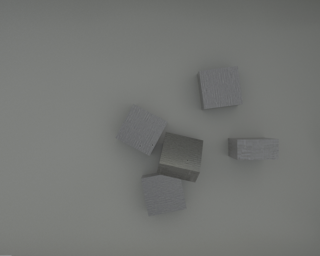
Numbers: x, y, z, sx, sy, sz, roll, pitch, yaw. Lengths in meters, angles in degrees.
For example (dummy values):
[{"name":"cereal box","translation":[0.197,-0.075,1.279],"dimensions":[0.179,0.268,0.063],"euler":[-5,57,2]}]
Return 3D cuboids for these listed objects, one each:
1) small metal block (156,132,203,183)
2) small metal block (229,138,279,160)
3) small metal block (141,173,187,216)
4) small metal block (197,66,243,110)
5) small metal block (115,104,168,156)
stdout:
[{"name":"small metal block","translation":[0.026,0.037,0.398],"dimensions":[0.050,0.025,0.050],"euler":[13,50,0]},{"name":"small metal block","translation":[0.119,0.026,0.400],"dimensions":[0.050,0.050,0.025],"euler":[-1,90,0]},{"name":"small metal block","translation":[0.005,0.085,0.411],"dimensions":[0.050,0.025,0.050],"euler":[-11,90,0]},{"name":"small metal block","translation":[0.079,-0.052,0.412],"dimensions":[0.050,0.025,0.050],"euler":[-8,90,0]},{"name":"small metal block","translation":[-0.024,0.002,0.411],"dimensions":[0.050,0.025,0.050],"euler":[28,90,0]}]
